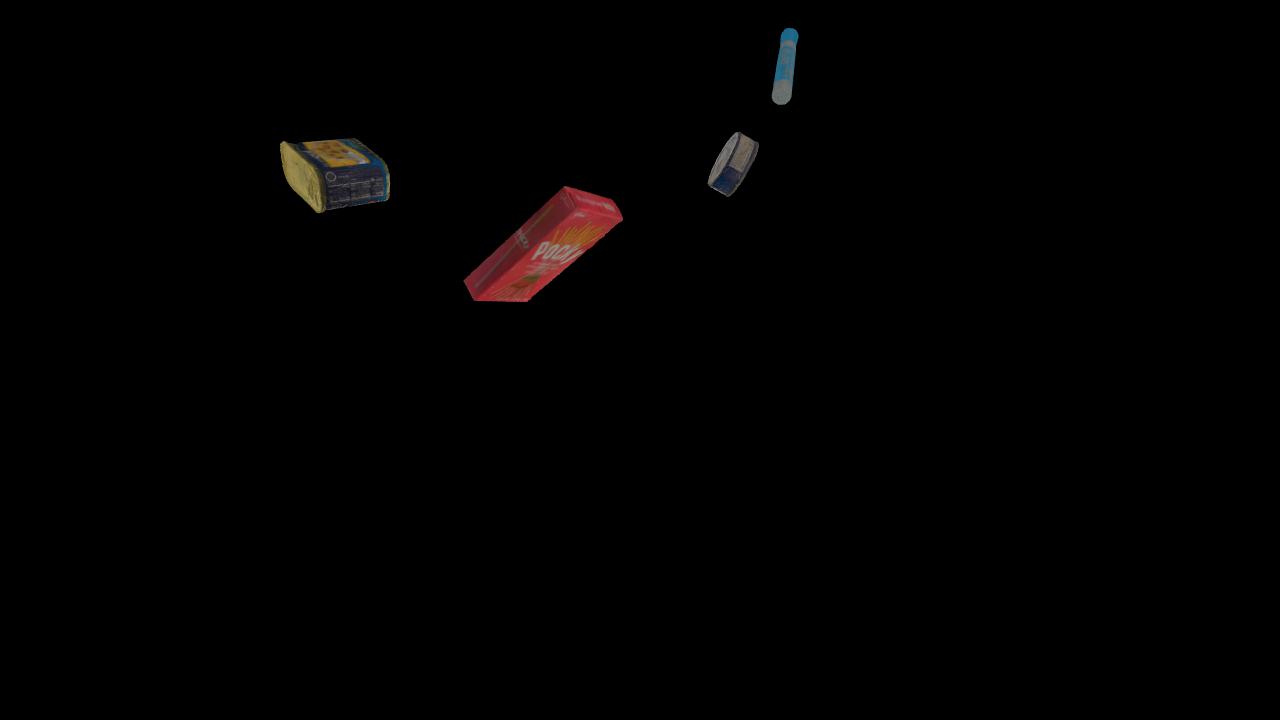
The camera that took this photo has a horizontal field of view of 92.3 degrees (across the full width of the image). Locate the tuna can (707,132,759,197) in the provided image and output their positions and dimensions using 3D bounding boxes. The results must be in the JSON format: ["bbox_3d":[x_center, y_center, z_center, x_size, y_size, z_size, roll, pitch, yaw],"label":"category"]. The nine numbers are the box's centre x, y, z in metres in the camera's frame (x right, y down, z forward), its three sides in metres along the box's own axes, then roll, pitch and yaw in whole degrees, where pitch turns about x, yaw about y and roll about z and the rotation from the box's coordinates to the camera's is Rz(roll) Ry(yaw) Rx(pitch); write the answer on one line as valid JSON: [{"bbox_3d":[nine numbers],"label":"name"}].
[{"bbox_3d":[0.130,-0.275,0.865,0.034,0.084,0.084,26,-5,-11],"label":"tuna can"}]

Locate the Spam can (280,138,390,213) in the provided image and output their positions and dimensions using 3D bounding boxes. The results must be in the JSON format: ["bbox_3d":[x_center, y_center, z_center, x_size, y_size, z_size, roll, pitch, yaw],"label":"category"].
[{"bbox_3d":[-0.362,-0.224,0.734,0.101,0.058,0.085,39,43,27],"label":"Spam can"}]

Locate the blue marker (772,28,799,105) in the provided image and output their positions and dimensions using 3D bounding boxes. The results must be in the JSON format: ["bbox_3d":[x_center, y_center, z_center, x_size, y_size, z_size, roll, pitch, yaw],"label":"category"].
[{"bbox_3d":[0.148,-0.302,0.626,0.020,0.121,0.020,10,-35,7],"label":"blue marker"}]

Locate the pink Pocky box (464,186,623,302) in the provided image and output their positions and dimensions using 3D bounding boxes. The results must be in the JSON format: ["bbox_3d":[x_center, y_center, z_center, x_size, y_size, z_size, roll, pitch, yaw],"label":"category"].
[{"bbox_3d":[-0.097,-0.111,0.618,0.155,0.029,0.084,-35,-12,27],"label":"pink Pocky box"}]
